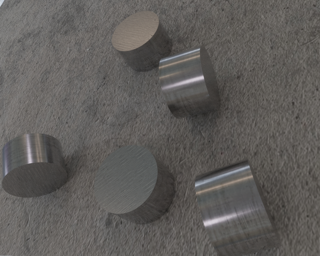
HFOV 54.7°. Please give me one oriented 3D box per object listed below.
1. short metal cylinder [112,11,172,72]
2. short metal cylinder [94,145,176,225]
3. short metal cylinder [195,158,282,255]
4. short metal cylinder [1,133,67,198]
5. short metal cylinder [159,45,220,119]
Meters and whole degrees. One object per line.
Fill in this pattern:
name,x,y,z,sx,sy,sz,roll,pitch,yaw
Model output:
short metal cylinder,-0.028,-0.135,0.486,0.080,0.050,0.080,-13,56,21
short metal cylinder,-0.029,0.067,0.362,0.080,0.050,0.080,-13,56,21
short metal cylinder,0.071,0.074,0.286,0.050,0.080,0.080,-22,54,15
short metal cylinder,-0.174,0.053,0.428,0.080,0.080,0.050,-31,52,8
short metal cylinder,0.038,-0.055,0.382,0.050,0.080,0.080,-13,56,21
